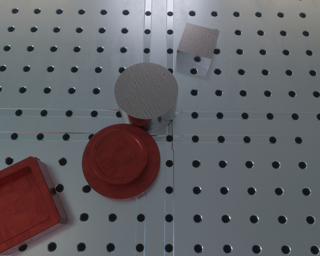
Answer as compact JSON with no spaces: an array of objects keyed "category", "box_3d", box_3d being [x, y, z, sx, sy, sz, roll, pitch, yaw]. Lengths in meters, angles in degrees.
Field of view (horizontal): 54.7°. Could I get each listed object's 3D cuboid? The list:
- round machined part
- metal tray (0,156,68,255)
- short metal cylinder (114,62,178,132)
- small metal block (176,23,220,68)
[{"category":"round machined part","box_3d":[-0.049,0.040,0.388,0.099,0.042,0.098,0,70,0]},{"category":"metal tray","box_3d":[-0.191,0.103,0.369,0.131,0.030,0.090,-27,72,-10]},{"category":"short metal cylinder","box_3d":[-0.017,-0.040,0.413,0.081,0.050,0.080,0,70,0]},{"category":"small metal block","box_3d":[0.056,-0.122,0.457,0.050,0.025,0.050,16,71,6]}]
